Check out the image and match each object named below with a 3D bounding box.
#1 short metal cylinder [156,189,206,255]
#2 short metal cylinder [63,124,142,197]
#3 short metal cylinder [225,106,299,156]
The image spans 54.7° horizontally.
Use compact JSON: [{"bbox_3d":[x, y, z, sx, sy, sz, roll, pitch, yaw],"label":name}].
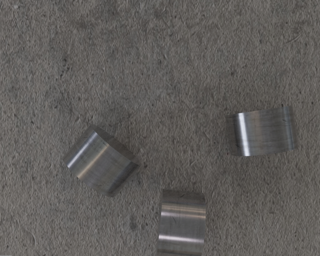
[{"bbox_3d":[0.024,0.118,0.383,0.050,0.080,0.080,6,90,0],"label":"short metal cylinder"},{"bbox_3d":[-0.070,0.039,0.382,0.080,0.080,0.050,40,90,0],"label":"short metal cylinder"},{"bbox_3d":[0.125,0.003,0.383,0.080,0.080,0.050,-8,90,0],"label":"short metal cylinder"}]
